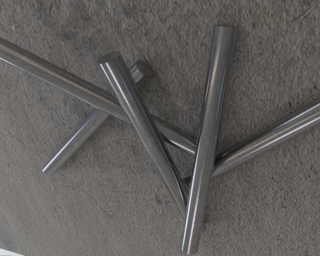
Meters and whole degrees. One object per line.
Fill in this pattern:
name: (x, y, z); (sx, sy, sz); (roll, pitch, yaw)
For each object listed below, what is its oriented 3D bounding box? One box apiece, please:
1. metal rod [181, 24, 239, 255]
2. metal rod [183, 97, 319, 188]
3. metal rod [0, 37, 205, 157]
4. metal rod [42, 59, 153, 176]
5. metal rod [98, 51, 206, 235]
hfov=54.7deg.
metal rod: (0.054, 0.033, 0.371); (0.025, 0.025, 0.298); (15, 116, 20)
metal rod: (0.135, 0.002, 0.336); (0.025, 0.025, 0.299); (48, 129, -6)
metal rod: (-0.079, -0.039, 0.385); (0.301, 0.025, 0.025); (27, 129, -4)
metal rod: (-0.109, 0.001, 0.464); (0.025, 0.025, 0.299); (47, 129, -5)
metal rod: (0.004, 0.042, 0.391); (0.025, 0.025, 0.299); (-4, 129, 30)
